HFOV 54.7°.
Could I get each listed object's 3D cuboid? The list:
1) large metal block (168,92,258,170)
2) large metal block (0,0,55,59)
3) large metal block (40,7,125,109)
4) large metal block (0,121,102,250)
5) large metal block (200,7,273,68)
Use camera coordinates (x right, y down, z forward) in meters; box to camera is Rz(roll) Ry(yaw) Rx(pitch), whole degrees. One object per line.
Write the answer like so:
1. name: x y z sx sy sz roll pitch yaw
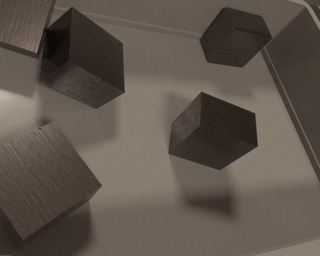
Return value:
1. large metal block: 0.067 0.008 0.404 0.081 0.080 0.050 19 54 -18
2. large metal block: -0.172 -0.134 0.357 0.081 0.050 0.080 16 88 -20
3. large metal block: -0.090 -0.081 0.372 0.080 0.050 0.080 28 47 -45
4. large metal block: -0.117 0.053 0.295 0.081 0.050 0.080 -33 80 -38
5. large metal block: 0.129 -0.153 0.536 0.081 0.080 0.050 1 61 -28
